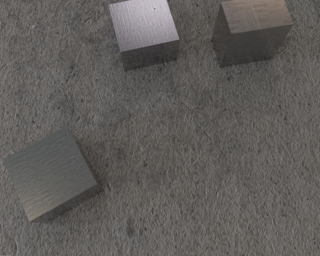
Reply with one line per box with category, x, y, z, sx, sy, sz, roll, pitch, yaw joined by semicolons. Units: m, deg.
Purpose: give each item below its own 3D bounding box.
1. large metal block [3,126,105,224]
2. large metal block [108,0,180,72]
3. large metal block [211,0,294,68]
large metal block;-0.125;0.057;0.373;0.080;0.050;0.080;-29;73;-10
large metal block;-0.023;-0.136;0.444;0.081;0.050;0.080;-14;71;-5
large metal block;0.122;-0.132;0.428;0.081;0.080;0.050;-10;71;-4
